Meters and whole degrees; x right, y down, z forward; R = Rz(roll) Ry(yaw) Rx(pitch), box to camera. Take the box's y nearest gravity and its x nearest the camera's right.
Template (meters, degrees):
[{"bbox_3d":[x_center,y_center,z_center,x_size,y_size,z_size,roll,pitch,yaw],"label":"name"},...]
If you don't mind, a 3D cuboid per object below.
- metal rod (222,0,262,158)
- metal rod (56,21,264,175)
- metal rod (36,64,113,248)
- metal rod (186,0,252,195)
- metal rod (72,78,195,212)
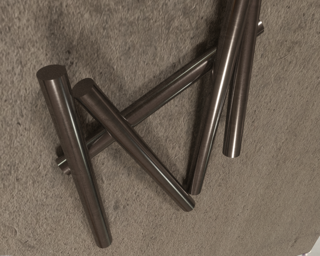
[{"bbox_3d":[0.101,-0.094,0.371,0.025,0.025,0.298,-13,122,-21],"label":"metal rod"},{"bbox_3d":[0.003,-0.042,0.384,0.301,0.025,0.025,-37,130,-4],"label":"metal rod"},{"bbox_3d":[-0.089,0.061,0.366,0.025,0.025,0.298,-19,136,-18],"label":"metal rod"},{"bbox_3d":[0.069,-0.019,0.411,0.025,0.025,0.298,-11,130,-23],"label":"metal rod"},{"bbox_3d":[-0.014,0.044,0.404,0.025,0.025,0.300,-39,137,-2],"label":"metal rod"}]
